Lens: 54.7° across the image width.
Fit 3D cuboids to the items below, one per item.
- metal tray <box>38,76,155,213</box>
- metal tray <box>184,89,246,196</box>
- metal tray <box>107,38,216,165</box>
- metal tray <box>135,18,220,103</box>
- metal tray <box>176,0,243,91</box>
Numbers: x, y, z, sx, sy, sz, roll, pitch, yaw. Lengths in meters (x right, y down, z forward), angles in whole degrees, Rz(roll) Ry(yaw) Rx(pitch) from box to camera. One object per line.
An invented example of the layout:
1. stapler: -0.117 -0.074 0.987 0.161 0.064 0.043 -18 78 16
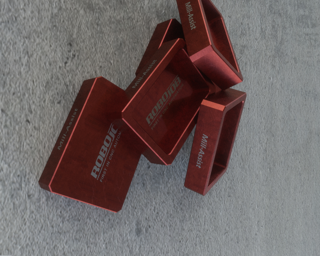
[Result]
1. metal tray: -0.065 0.019 0.349 0.090 0.030 0.130 31 71 -36
2. metal tray: 0.076 0.017 0.425 0.091 0.030 0.129 -29 133 -53
3. metal tray: 0.008 -0.032 0.373 0.090 0.030 0.130 49 61 -29
4. metal tray: 0.036 -0.076 0.435 0.130 0.030 0.090 34 69 -35
5. metal tray: 0.065 -0.125 0.415 0.090 0.030 0.130 29 44 -47
